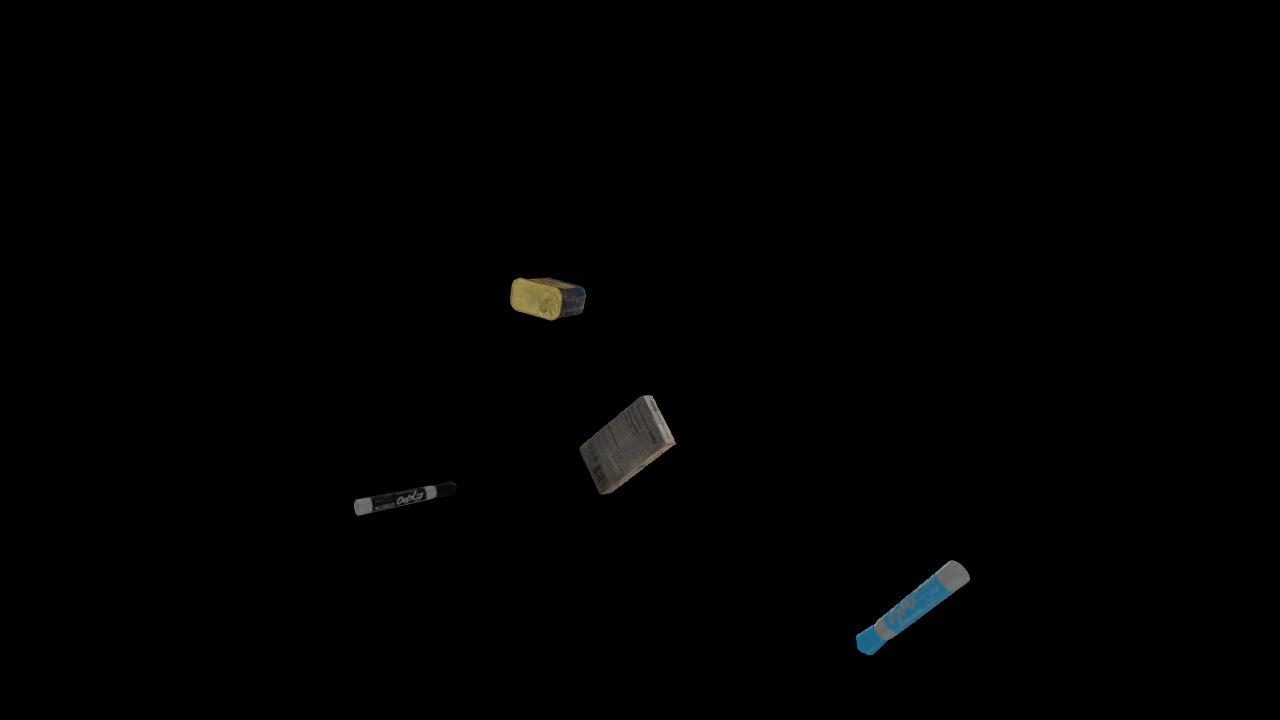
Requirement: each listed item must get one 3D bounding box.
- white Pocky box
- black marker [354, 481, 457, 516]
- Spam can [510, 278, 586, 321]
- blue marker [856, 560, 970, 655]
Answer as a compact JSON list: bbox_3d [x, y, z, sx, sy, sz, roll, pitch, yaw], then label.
[{"bbox_3d":[-0.022,0.126,0.905,0.154,0.084,0.028,-42,-27,31],"label":"white Pocky box"},{"bbox_3d":[-0.281,0.166,0.746,0.121,0.020,0.020,-4,3,-42],"label":"black marker"},{"bbox_3d":[-0.156,-0.108,1.056,0.101,0.058,0.085,17,16,21],"label":"Spam can"},{"bbox_3d":[0.218,0.205,0.501,0.020,0.121,0.020,22,32,-15],"label":"blue marker"}]
